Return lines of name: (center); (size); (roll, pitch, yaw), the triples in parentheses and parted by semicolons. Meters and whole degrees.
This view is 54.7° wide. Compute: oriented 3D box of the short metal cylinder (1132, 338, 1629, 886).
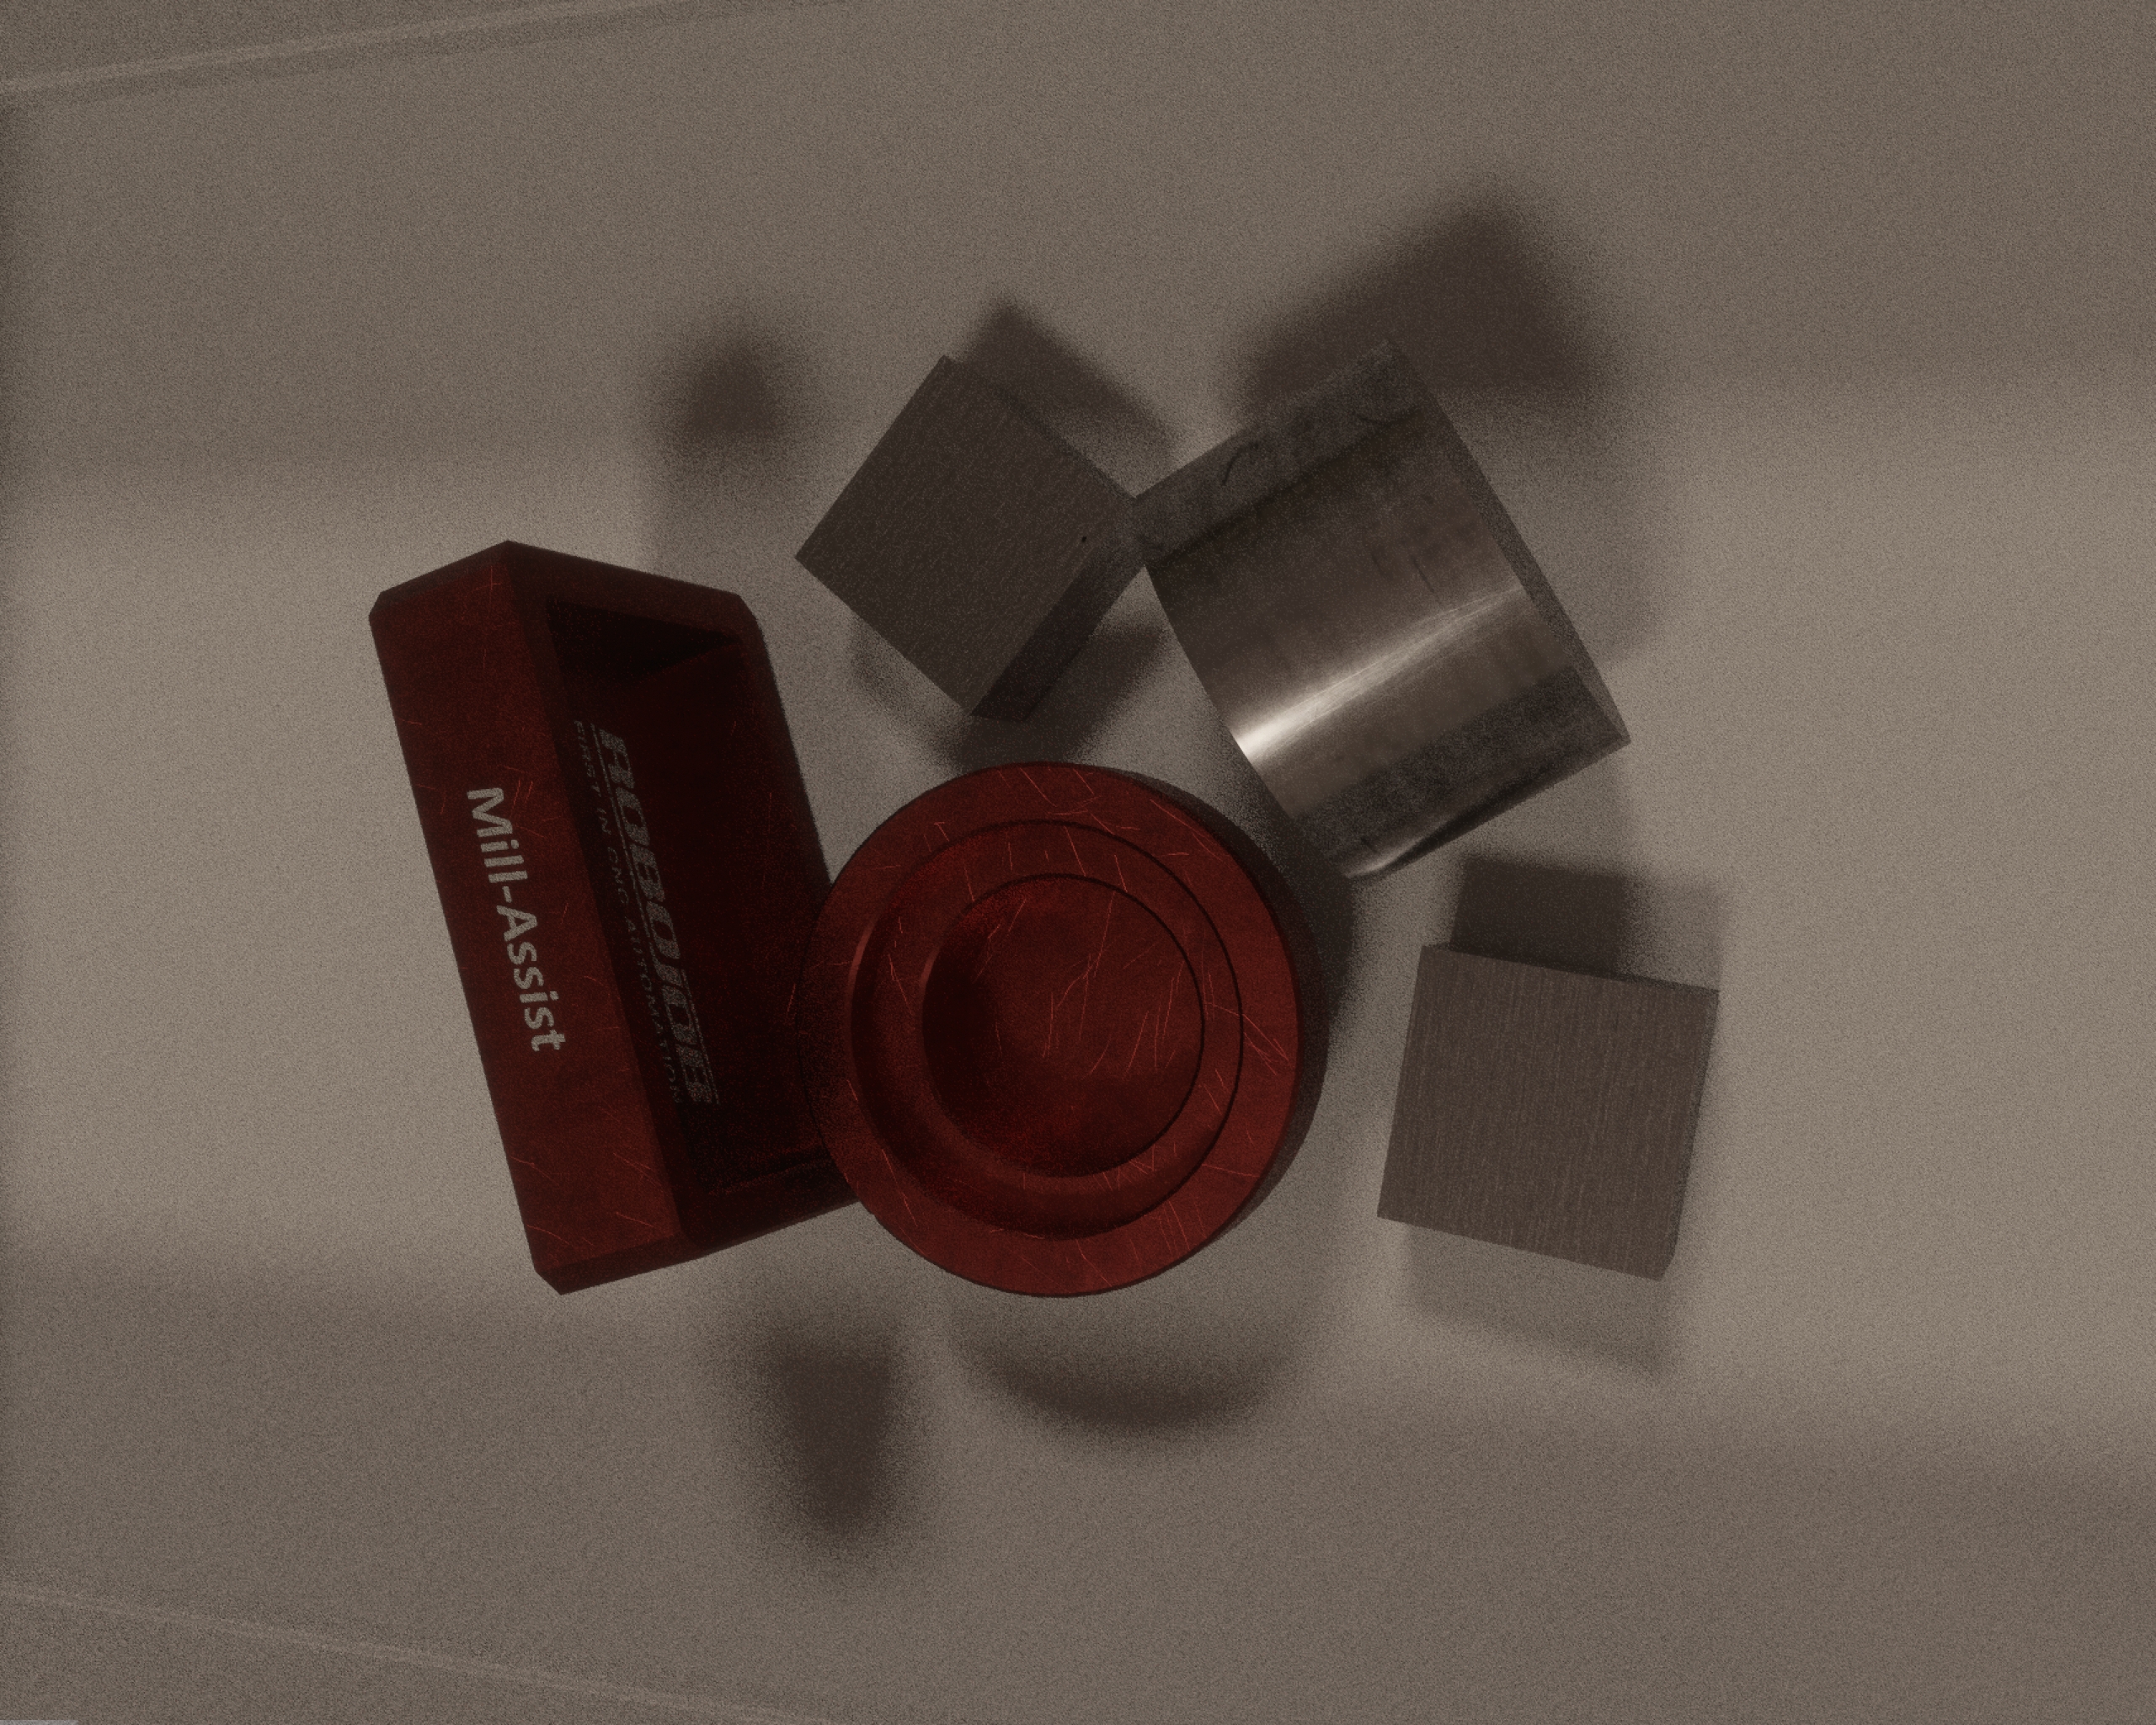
short metal cylinder: (0.053, -0.043, 0.361); (0.050, 0.080, 0.080); (-31, 80, 17)

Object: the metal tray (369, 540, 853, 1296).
metal tray: (-0.081, 0.009, 0.401); (0.030, 0.090, 0.129); (-18, 84, 19)

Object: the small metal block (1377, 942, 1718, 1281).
small metal block: (0.085, 0.044, 0.378); (0.050, 0.025, 0.050); (10, 93, 20)

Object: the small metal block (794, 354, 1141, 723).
small metal block: (-0.019, -0.063, 0.414); (0.050, 0.025, 0.050); (42, 104, 16)

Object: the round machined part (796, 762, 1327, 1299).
round machined part: (0.000, 0.030, 0.397); (0.098, 0.042, 0.097); (0, 90, 19)
